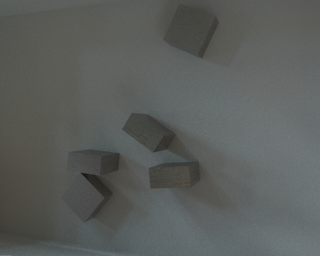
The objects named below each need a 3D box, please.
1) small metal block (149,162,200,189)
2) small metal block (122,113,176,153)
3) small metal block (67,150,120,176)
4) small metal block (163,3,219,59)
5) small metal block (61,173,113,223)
[{"bbox_3d":[0.020,0.058,0.390,0.050,0.050,0.025,-5,88,19],"label":"small metal block"},{"bbox_3d":[-0.013,0.005,0.401,0.050,0.050,0.025,35,101,16],"label":"small metal block"},{"bbox_3d":[-0.091,0.046,0.428,0.050,0.050,0.025,5,92,19],"label":"small metal block"},{"bbox_3d":[0.040,-0.124,0.396,0.050,0.025,0.050,28,99,17],"label":"small metal block"},{"bbox_3d":[-0.105,0.098,0.446,0.050,0.025,0.050,42,103,14],"label":"small metal block"}]
